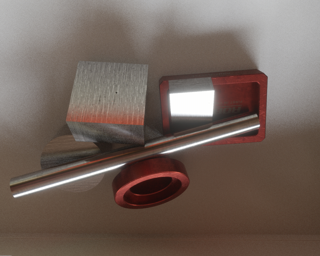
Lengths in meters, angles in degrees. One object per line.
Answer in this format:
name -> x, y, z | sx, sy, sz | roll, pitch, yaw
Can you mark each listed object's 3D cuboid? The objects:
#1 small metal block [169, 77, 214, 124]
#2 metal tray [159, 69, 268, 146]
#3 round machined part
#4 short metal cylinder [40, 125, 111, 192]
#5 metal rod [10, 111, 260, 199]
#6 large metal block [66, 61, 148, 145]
small metal block -> 0.037, -0.032, 0.375 | 0.050, 0.025, 0.050 | -4, 136, 1
metal tray -> 0.067, -0.024, 0.398 | 0.131, 0.030, 0.089 | -4, 110, 1
round machined part -> -0.014, 0.065, 0.407 | 0.099, 0.042, 0.097 | -12, 145, -8
short metal cylinder -> -0.108, 0.037, 0.408 | 0.081, 0.050, 0.079 | 0, 110, -1
metal rod -> -0.024, 0.030, 0.376 | 0.302, 0.025, 0.025 | -15, 110, -7
large metal block -> -0.056, -0.029, 0.361 | 0.081, 0.080, 0.050 | 3, 152, -1
